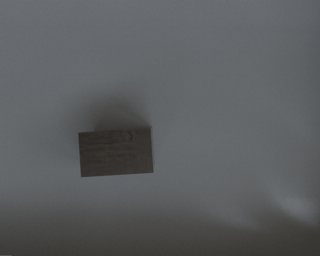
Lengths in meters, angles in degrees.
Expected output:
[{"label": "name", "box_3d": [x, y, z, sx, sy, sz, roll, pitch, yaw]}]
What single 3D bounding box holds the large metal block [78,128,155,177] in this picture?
[{"label": "large metal block", "box_3d": [-0.049, 0.027, 0.384, 0.080, 0.080, 0.050, -4, 90, 0]}]
